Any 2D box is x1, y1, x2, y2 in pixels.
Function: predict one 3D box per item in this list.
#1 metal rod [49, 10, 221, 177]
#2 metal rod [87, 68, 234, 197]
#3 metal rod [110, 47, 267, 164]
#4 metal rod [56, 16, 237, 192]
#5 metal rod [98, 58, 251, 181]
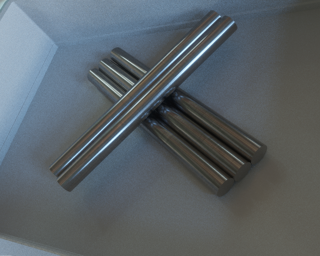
[{"bbox_3d":[-0.030,-0.046,0.416,0.300,0.025,0.025,-44,51,-3],"label":"metal rod"},{"bbox_3d":[-0.020,-0.012,0.422,0.025,0.025,0.300,-47,51,-4],"label":"metal rod"},{"bbox_3d":[0.017,-0.047,0.424,0.025,0.025,0.300,-46,51,-4],"label":"metal rod"},{"bbox_3d":[-0.014,-0.033,0.400,0.300,0.025,0.025,-44,51,-3],"label":"metal rod"},{"bbox_3d":[-0.002,-0.029,0.422,0.025,0.025,0.300,-47,51,-4],"label":"metal rod"}]
